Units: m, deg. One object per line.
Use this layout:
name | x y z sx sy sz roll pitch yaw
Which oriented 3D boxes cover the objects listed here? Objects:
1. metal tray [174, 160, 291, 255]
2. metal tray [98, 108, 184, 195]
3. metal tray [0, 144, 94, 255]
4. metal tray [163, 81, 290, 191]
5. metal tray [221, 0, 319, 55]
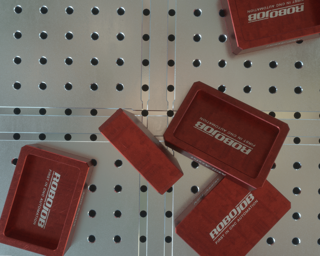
metal tray | 0.094 0.115 0.412 0.090 0.030 0.130 44 90 0
metal tray | -0.018 0.022 0.361 0.030 0.130 0.090 -44 90 0
metal tray | -0.150 0.095 0.409 0.090 0.030 0.129 16 90 0
metal tray | 0.081 0.009 0.389 0.130 0.030 0.090 28 76 10
metal tray | 0.155 -0.157 0.411 0.131 0.030 0.090 -13 90 0
